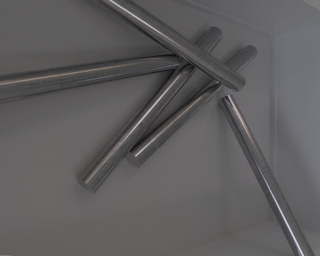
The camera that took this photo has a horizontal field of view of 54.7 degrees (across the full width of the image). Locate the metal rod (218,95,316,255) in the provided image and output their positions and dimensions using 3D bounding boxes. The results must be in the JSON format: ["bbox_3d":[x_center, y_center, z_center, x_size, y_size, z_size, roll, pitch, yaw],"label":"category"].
[{"bbox_3d":[0.160,0.084,0.452,0.025,0.025,0.299,-7,67,-40],"label":"metal rod"}]

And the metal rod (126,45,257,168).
[{"bbox_3d":[0.062,-0.047,0.458,0.302,0.025,0.025,-42,116,-32],"label":"metal rod"}]

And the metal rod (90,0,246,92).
[{"bbox_3d":[-0.002,-0.119,0.382,0.302,0.025,0.025,25,75,-30],"label":"metal rod"}]

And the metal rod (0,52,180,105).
[{"bbox_3d":[-0.086,-0.053,0.317,0.302,0.025,0.025,-21,104,-43],"label":"metal rod"}]

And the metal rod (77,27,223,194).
[{"bbox_3d":[0.002,-0.041,0.408,0.301,0.025,0.025,-51,120,-27],"label":"metal rod"}]
